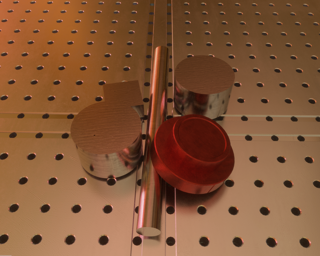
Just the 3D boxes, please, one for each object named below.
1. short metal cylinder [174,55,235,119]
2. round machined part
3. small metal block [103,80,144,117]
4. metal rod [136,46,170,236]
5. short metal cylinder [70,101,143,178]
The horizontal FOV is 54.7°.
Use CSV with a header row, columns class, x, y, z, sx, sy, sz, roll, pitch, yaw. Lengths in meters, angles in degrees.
class,x,y,z,sx,sy,sz,roll,pitch,yaw
short metal cylinder,0.060,-0.057,0.434,0.081,0.050,0.080,0,50,0
round machined part,0.041,0.023,0.357,0.099,0.042,0.098,11,48,-12
small metal block,-0.051,-0.038,0.434,0.050,0.025,0.050,-9,51,-7
metal rod,-0.004,-0.009,0.410,0.025,0.025,0.300,2,50,2
short metal cylinder,-0.062,0.013,0.374,0.081,0.050,0.080,0,50,0
